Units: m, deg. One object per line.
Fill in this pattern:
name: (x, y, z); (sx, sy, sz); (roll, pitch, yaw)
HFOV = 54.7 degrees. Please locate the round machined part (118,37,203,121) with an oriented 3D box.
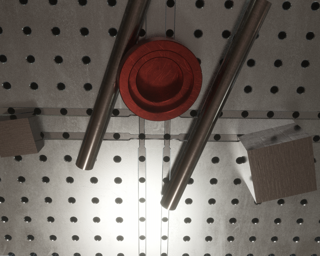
round machined part: (-0.002, -0.061, 0.376); (0.099, 0.042, 0.097); (-5, 116, -9)

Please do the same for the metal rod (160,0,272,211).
metal rod: (0.065, -0.018, 0.407); (0.025, 0.025, 0.298); (20, 109, -8)

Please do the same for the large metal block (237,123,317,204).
large metal block: (0.157, 0.047, 0.420); (0.080, 0.050, 0.080); (-14, 110, 4)

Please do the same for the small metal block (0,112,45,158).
small metal block: (-0.190, 0.009, 0.414); (0.050, 0.025, 0.050); (-7, 110, 2)

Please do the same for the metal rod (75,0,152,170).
metal rod: (-0.052, -0.079, 0.383); (0.025, 0.025, 0.298); (20, 109, -8)
